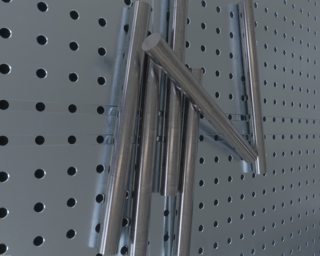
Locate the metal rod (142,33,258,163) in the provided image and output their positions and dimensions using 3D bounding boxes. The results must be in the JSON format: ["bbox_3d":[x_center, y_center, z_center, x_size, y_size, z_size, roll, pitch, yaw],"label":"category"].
[{"bbox_3d":[0.074,-0.022,0.439,0.301,0.025,0.025,41,65,-43],"label":"metal rod"}]

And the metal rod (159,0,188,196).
[{"bbox_3d":[0.020,-0.059,0.424,0.025,0.025,0.299,6,86,-40],"label":"metal rod"}]

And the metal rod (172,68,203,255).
[{"bbox_3d":[0.038,0.064,0.439,0.025,0.025,0.299,8,85,-40],"label":"metal rod"}]

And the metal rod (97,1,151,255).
[{"bbox_3d":[-0.042,-0.005,0.372,0.025,0.025,0.299,12,82,-39],"label":"metal rod"}]

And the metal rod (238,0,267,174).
[{"bbox_3d":[0.163,-0.068,0.543,0.025,0.025,0.298,-11,97,-39],"label":"metal rod"}]

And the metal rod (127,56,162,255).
[{"bbox_3d":[-0.019,0.041,0.391,0.025,0.025,0.299,8,85,-40],"label":"metal rod"}]
